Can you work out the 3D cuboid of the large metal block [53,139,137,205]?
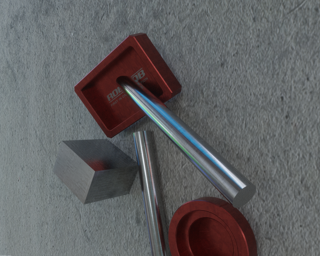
[{"bbox_3d":[-0.090,0.057,0.441,0.080,0.081,0.050,33,110,35],"label":"large metal block"}]

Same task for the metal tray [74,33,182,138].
[{"bbox_3d":[-0.047,-0.053,0.415,0.130,0.030,0.090,-32,95,35],"label":"metal tray"}]

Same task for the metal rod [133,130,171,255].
[{"bbox_3d":[0.000,0.152,0.403,0.025,0.025,0.298,-16,80,38],"label":"metal rod"}]

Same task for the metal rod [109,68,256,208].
[{"bbox_3d":[-0.004,-0.020,0.362,0.300,0.025,0.025,46,118,45],"label":"metal rod"}]

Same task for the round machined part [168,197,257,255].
[{"bbox_3d":[0.061,0.125,0.343,0.098,0.042,0.097,0,90,39],"label":"round machined part"}]
